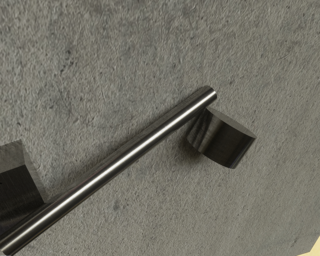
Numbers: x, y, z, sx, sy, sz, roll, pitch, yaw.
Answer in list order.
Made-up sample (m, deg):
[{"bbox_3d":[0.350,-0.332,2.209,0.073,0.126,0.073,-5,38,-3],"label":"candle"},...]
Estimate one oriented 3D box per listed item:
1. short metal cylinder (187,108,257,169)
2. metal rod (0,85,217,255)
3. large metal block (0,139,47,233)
[{"bbox_3d":[0.085,0.012,0.427,0.080,0.080,0.050,20,108,-36],"label":"short metal cylinder"},{"bbox_3d":[-0.046,0.038,0.367,0.301,0.025,0.025,-37,131,-20],"label":"metal rod"},{"bbox_3d":[-0.176,0.070,0.338,0.081,0.050,0.079,-20,127,-17],"label":"large metal block"}]
